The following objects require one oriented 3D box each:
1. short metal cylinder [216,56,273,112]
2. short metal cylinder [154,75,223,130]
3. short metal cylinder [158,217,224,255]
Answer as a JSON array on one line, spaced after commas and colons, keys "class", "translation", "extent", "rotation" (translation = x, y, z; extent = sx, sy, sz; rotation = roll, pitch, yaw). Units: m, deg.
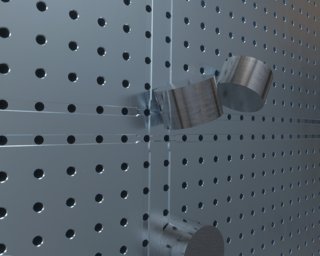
[{"class": "short metal cylinder", "translation": [0.127, -0.066, 0.479], "extent": [0.080, 0.080, 0.050], "rotation": [38, 67, -34]}, {"class": "short metal cylinder", "translation": [0.037, -0.035, 0.404], "extent": [0.081, 0.080, 0.050], "rotation": [-25, 106, -37]}, {"class": "short metal cylinder", "translation": [0.044, 0.170, 0.430], "extent": [0.081, 0.050, 0.079], "rotation": [0, 90, -40]}]
